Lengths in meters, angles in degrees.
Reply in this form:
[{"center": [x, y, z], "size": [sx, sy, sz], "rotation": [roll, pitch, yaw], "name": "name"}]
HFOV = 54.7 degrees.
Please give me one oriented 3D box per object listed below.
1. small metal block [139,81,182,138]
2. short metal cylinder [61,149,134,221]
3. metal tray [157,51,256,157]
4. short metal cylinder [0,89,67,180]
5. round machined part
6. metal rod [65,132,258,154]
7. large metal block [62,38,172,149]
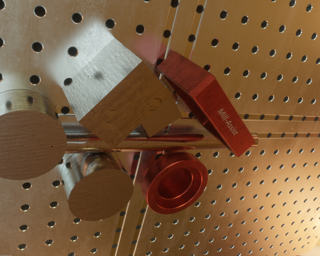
[{"center": [-0.007, -0.024, 0.392], "size": [0.050, 0.025, 0.050], "rotation": [-34, 129, -6], "name": "small metal block"}, {"center": [-0.080, 0.070, 0.394], "size": [0.081, 0.050, 0.079], "rotation": [-14, 124, -21], "name": "short metal cylinder"}, {"center": [0.058, -0.028, 0.383], "size": [0.030, 0.090, 0.130], "rotation": [-43, 129, 1], "name": "metal tray"}, {"center": [-0.142, 0.007, 0.320], "size": [0.081, 0.050, 0.079], "rotation": [-14, 124, -21], "name": "short metal cylinder"}, {"center": [0.018, 0.076, 0.457], "size": [0.099, 0.042, 0.097], "rotation": [-14, 124, -21], "name": "round machined part"}, {"center": [0.019, 0.019, 0.433], "size": [0.303, 0.025, 0.025], "rotation": [1, 118, -29], "name": "metal rod"}, {"center": [-0.048, -0.039, 0.325], "size": [0.080, 0.080, 0.050], "rotation": [-44, 130, 2], "name": "large metal block"}]
